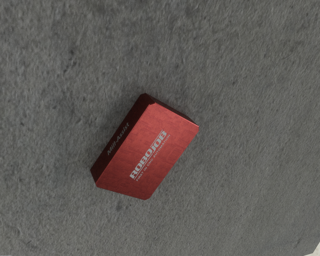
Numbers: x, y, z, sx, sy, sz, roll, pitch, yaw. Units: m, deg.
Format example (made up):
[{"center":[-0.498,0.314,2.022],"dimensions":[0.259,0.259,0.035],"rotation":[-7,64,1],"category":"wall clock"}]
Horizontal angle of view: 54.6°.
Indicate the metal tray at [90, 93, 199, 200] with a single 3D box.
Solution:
[{"center":[-0.020,0.029,0.410],"dimensions":[0.090,0.030,0.130],"rotation":[26,104,-37],"category":"metal tray"}]
